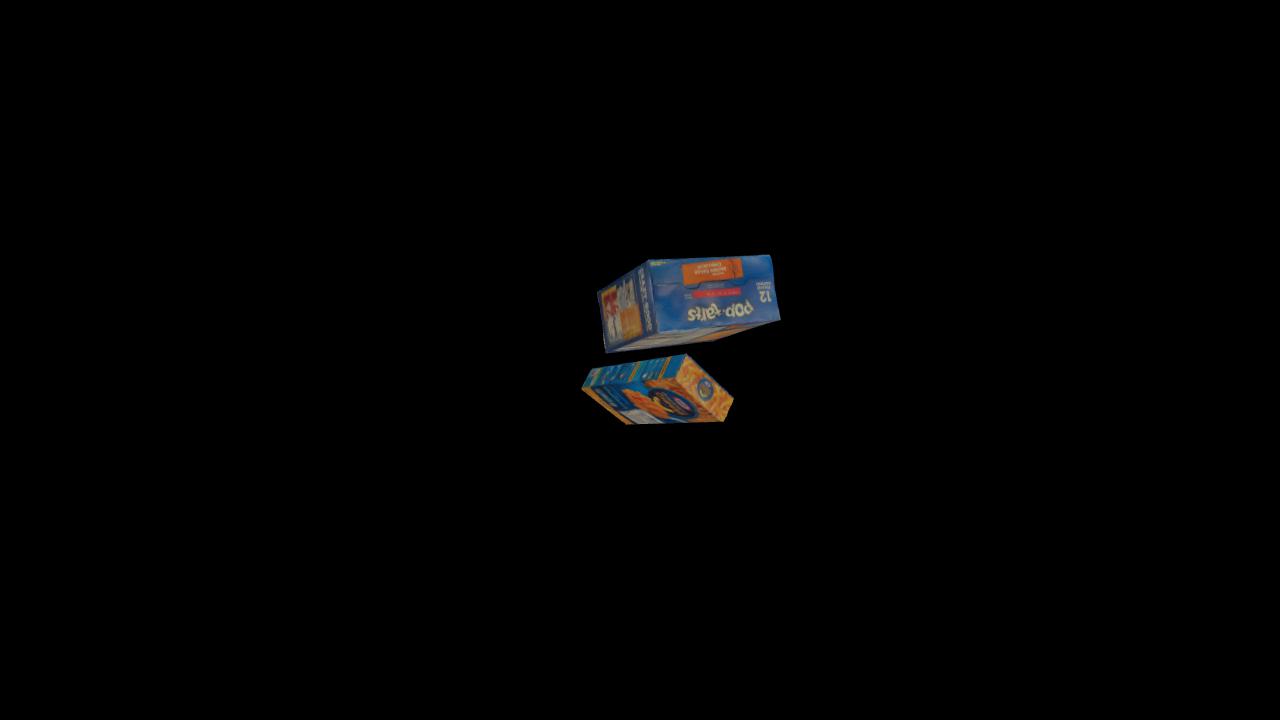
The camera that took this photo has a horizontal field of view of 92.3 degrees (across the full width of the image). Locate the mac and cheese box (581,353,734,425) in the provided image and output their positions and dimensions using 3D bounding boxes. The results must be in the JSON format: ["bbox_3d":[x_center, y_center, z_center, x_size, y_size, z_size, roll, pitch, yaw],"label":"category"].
[{"bbox_3d":[0.017,0.041,0.767,0.093,0.041,0.184,43,-30,-27],"label":"mac and cheese box"}]

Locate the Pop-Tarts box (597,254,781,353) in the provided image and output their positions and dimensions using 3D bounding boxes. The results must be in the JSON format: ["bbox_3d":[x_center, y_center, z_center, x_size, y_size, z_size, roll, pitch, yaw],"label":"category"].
[{"bbox_3d":[0.054,-0.066,0.735,0.167,0.083,0.141,-8,-4,-27],"label":"Pop-Tarts box"}]
